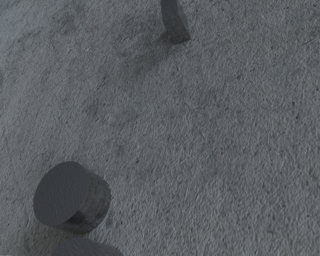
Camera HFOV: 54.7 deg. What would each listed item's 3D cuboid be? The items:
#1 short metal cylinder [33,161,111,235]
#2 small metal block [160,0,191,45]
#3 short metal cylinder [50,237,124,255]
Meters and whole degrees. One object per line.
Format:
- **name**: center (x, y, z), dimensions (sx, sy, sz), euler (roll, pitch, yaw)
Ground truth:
- **short metal cylinder**: center (-0.110, 0.089, 0.391), dimensions (0.080, 0.050, 0.080), euler (-13, 56, 21)
- **small metal block**: center (0.024, -0.167, 0.478), dimensions (0.025, 0.050, 0.050), euler (-17, 55, 19)
- **short metal cylinder**: center (-0.079, 0.162, 0.330), dimensions (0.080, 0.050, 0.080), euler (-13, 56, 21)
